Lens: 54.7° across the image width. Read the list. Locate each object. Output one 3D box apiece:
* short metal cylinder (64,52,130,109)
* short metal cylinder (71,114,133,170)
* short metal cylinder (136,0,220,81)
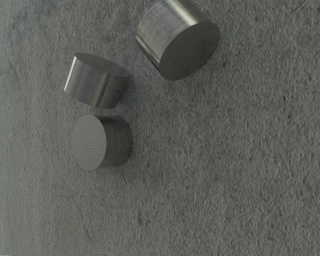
[{"bbox_3d":[-0.090,-0.068,0.444,0.080,0.081,0.050,38,114,33],"label":"short metal cylinder"},{"bbox_3d":[-0.086,0.020,0.460,0.080,0.050,0.080,0,90,40],"label":"short metal cylinder"},{"bbox_3d":[0.020,-0.101,0.353,0.080,0.081,0.050,-50,61,28],"label":"short metal cylinder"}]
